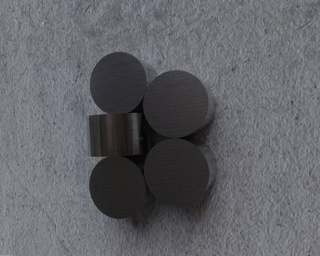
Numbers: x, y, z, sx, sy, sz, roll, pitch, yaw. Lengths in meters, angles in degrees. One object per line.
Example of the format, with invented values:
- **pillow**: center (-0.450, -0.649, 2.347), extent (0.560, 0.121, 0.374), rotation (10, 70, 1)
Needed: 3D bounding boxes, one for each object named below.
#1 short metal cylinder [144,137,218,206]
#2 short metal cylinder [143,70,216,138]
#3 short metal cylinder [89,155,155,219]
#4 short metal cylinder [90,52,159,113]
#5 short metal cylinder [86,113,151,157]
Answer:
- **short metal cylinder**: center (0.027, 0.052, 0.387), extent (0.080, 0.050, 0.080), rotation (0, 91, 21)
- **short metal cylinder**: center (0.026, -0.028, 0.387), extent (0.080, 0.050, 0.080), rotation (0, 91, 20)
- **short metal cylinder**: center (-0.046, 0.074, 0.413), extent (0.080, 0.050, 0.080), rotation (0, 90, 21)
- **short metal cylinder**: center (-0.045, -0.056, 0.413), extent (0.080, 0.050, 0.080), rotation (0, 90, 21)
- **short metal cylinder**: center (-0.053, 0.008, 0.400), extent (0.080, 0.080, 0.050), rotation (-3, 89, 20)
